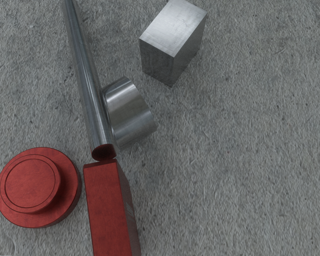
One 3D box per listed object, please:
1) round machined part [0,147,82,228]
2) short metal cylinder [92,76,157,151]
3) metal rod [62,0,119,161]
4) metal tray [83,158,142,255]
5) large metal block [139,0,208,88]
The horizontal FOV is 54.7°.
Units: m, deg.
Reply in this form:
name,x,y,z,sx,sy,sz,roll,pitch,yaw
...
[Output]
name,x,y,z,sx,sy,sz,roll,pitch,yaw
round machined part,-0.148,0.069,0.372,0.099,0.042,0.098,0,70,-1
short metal cylinder,-0.047,-0.017,0.385,0.050,0.080,0.080,-31,73,-11
metal rod,-0.094,-0.083,0.380,0.025,0.025,0.300,-17,49,-7
metal tray,-0.045,0.091,0.319,0.030,0.130,0.090,-11,71,-4
large metal block,0.017,-0.114,0.421,0.050,0.080,0.080,32,73,10
